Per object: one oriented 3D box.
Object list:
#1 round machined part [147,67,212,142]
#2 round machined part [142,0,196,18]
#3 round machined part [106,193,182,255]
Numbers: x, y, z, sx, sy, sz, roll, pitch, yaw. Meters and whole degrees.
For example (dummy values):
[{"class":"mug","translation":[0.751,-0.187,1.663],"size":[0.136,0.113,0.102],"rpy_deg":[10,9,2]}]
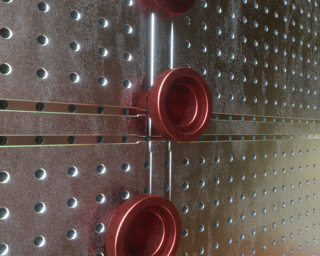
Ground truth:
[{"class":"round machined part","translation":[0.022,-0.030,0.416],"size":[0.099,0.042,0.097],"rpy_deg":[0,90,-40]},{"class":"round machined part","translation":[0.016,-0.200,0.410],"size":[0.099,0.042,0.097],"rpy_deg":[0,91,-40]},{"class":"round machined part","translation":[-0.023,0.128,0.378],"size":[0.099,0.042,0.097],"rpy_deg":[0,90,-40]}]
